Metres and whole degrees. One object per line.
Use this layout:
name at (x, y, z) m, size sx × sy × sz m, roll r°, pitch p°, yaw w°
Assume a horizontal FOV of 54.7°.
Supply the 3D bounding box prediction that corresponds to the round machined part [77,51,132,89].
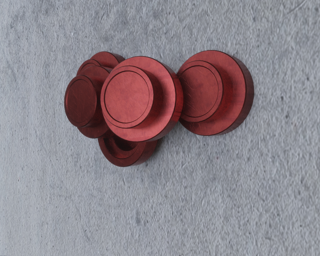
round machined part at (-0.090, -0.067, 0.467) m, size 0.098 × 0.042 × 0.097 m, roll 0°, pitch 90°, yaw 39°

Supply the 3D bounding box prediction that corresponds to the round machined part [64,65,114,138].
round machined part at (-0.090, -0.035, 0.412) m, size 0.098 × 0.042 × 0.097 m, roll 0°, pitch 90°, yaw 39°

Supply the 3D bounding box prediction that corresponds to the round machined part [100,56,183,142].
round machined part at (-0.027, -0.033, 0.348) m, size 0.098 × 0.042 × 0.097 m, roll -1°, pitch 88°, yaw 26°

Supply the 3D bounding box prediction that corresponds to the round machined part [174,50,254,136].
round machined part at (0.051, -0.040, 0.351) m, size 0.098 × 0.042 × 0.097 m, roll 0°, pitch 90°, yaw 39°

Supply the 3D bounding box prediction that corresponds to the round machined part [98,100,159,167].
round machined part at (-0.039, 0.003, 0.425) m, size 0.098 × 0.042 × 0.097 m, roll 0°, pitch 90°, yaw 39°
